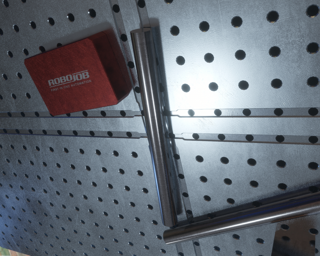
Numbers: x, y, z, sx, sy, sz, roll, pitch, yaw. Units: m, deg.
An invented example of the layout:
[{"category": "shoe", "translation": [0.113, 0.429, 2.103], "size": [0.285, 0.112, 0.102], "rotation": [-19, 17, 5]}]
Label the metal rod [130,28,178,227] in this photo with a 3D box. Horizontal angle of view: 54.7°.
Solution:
[{"category": "metal rod", "translation": [-0.003, 0.018, 0.424], "size": [0.025, 0.025, 0.298], "rotation": [6, 121, 25]}]

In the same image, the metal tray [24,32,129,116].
[{"category": "metal tray", "translation": [-0.116, -0.070, 0.426], "size": [0.130, 0.030, 0.090], "rotation": [-7, 115, 31]}]

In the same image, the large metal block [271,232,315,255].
[{"category": "large metal block", "translation": [0.175, 0.199, 0.406], "size": [0.050, 0.080, 0.080], "rotation": [0, 119, 28]}]

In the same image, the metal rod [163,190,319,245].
[{"category": "metal rod", "translation": [0.119, 0.125, 0.425], "size": [0.299, 0.025, 0.025], "rotation": [-28, 103, 37]}]
